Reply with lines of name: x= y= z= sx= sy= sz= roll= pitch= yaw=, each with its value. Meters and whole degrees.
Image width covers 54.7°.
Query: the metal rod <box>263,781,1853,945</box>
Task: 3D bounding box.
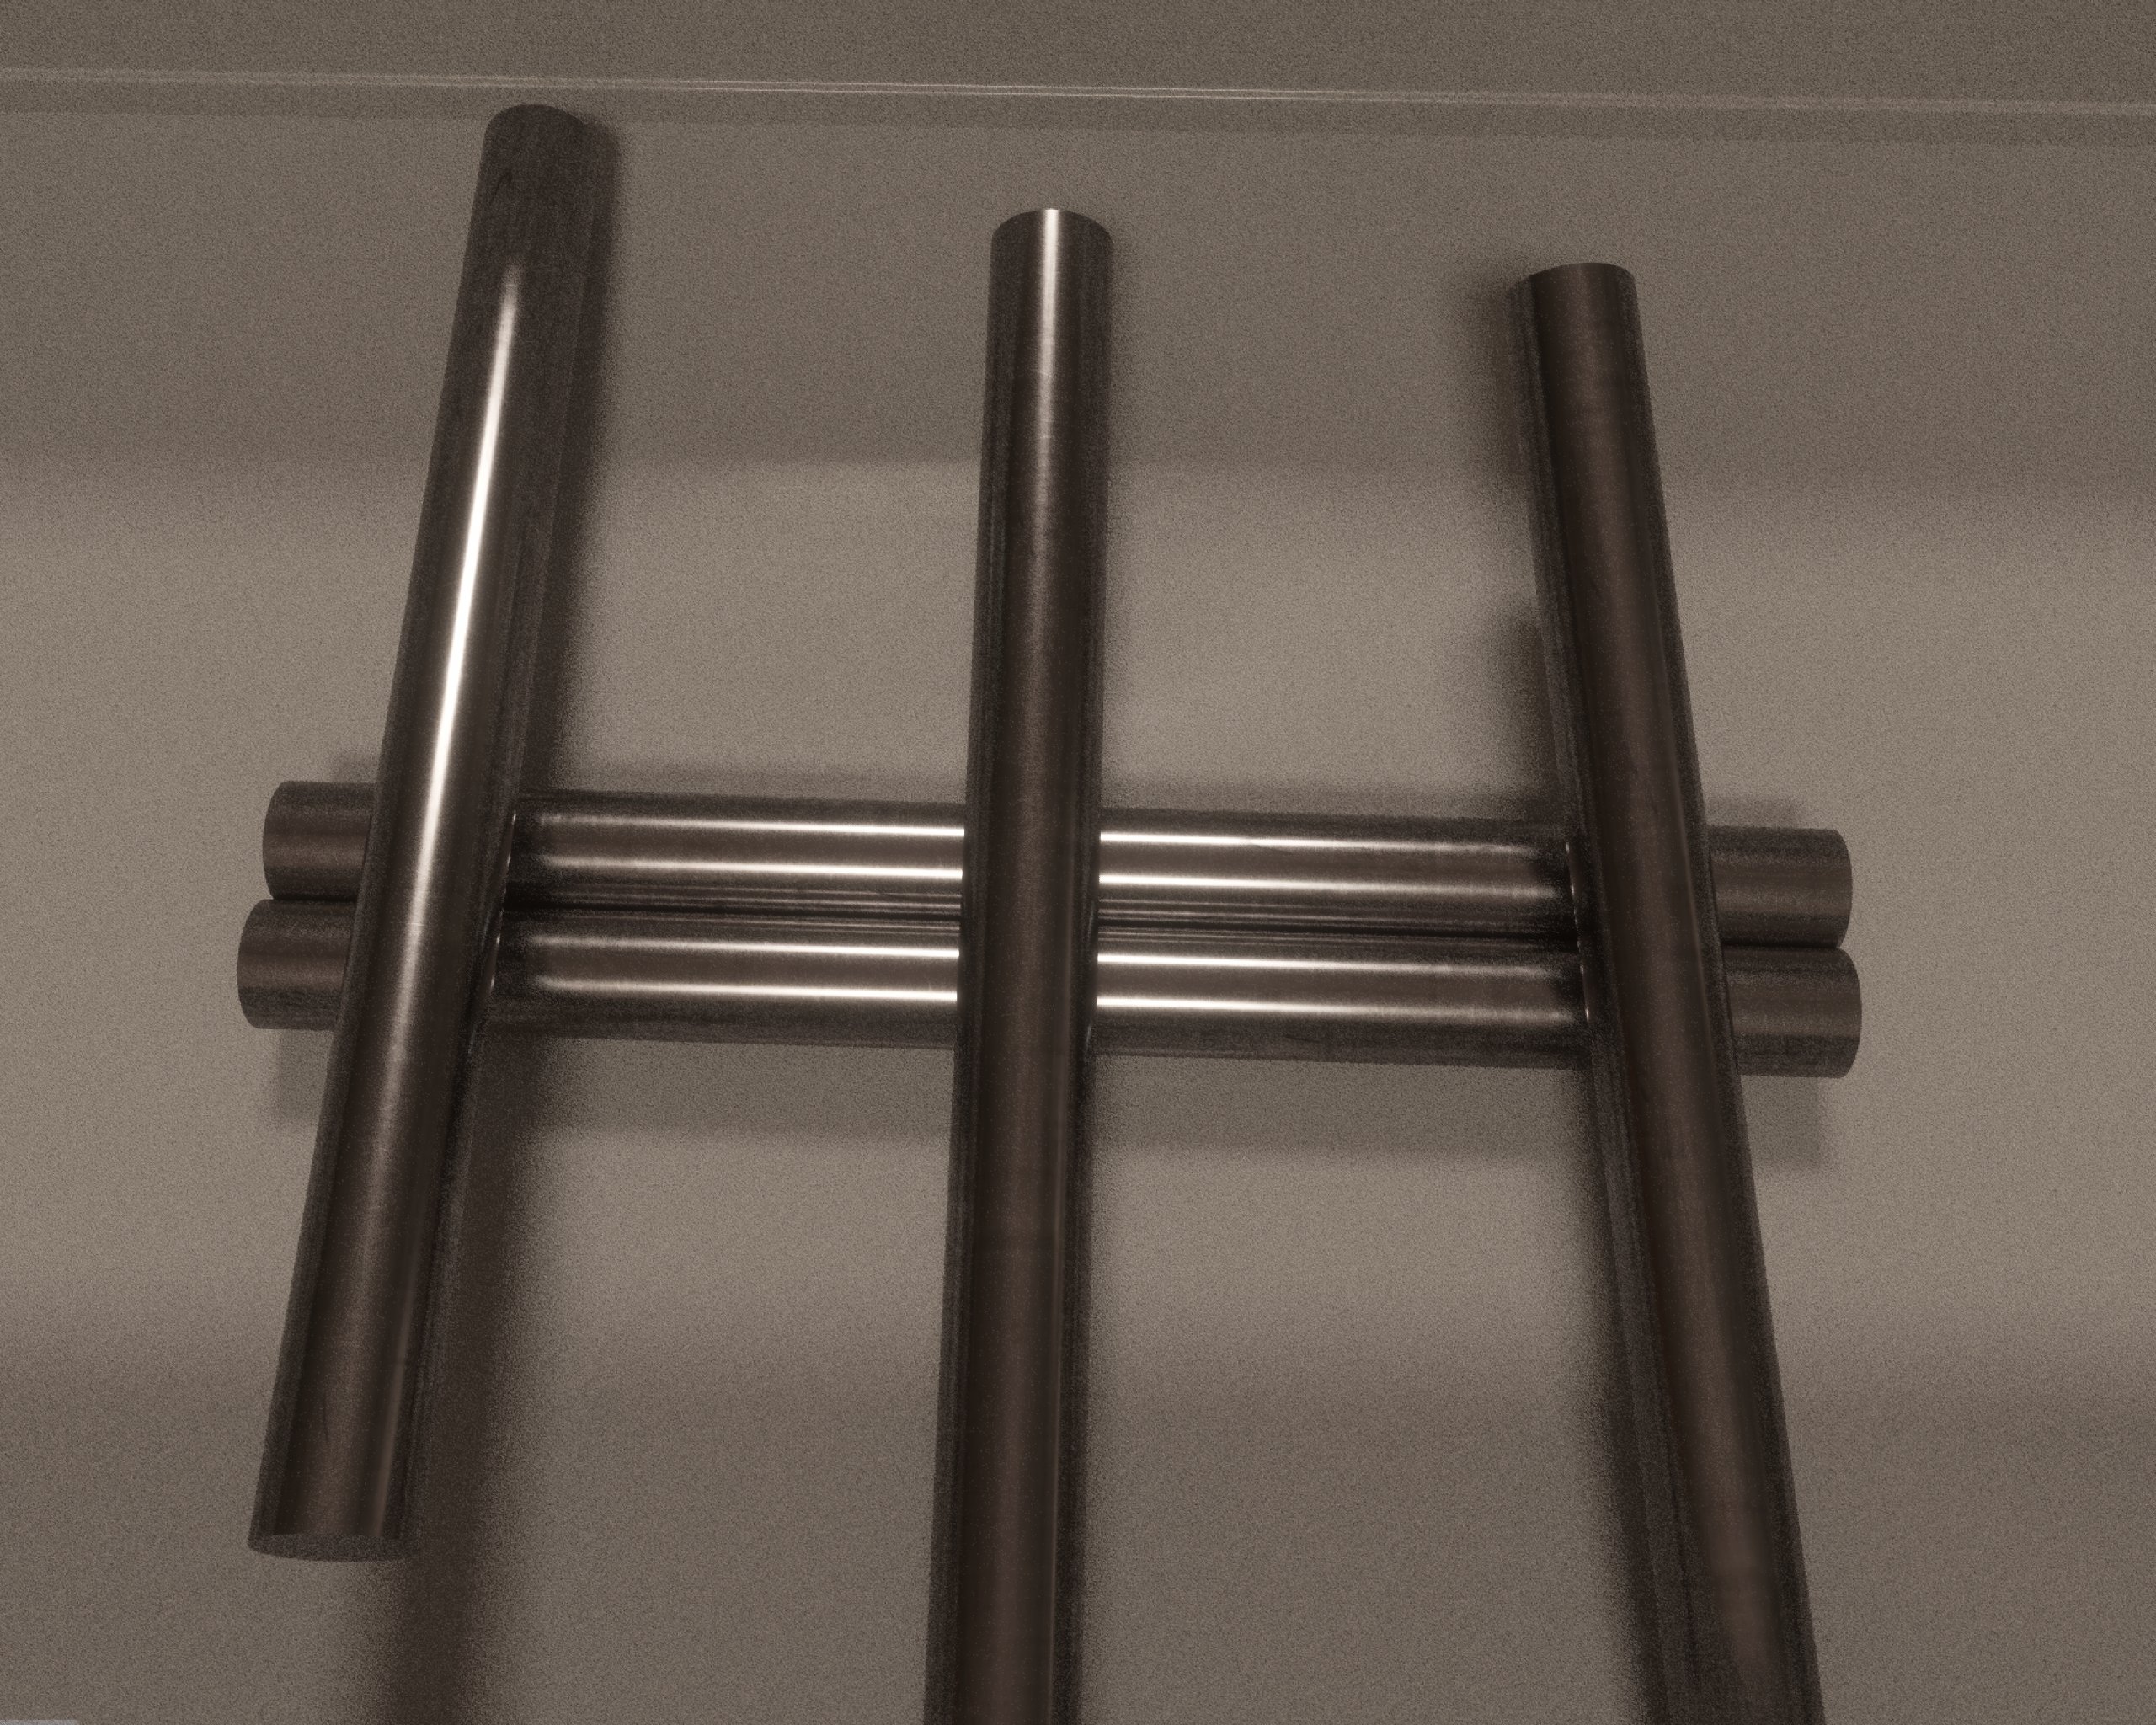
metal rod: x=-0.004 y=0.001 z=0.408 sx=0.302 sy=0.025 sz=0.025 roll=2 pitch=70 yaw=0

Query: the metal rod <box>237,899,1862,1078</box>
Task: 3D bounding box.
metal rod: x=-0.005 y=0.024 z=0.400 sx=0.302 sy=0.025 sz=0.025 roll=2 pitch=70 yaw=0

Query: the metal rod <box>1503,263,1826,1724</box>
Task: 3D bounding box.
metal rod: x=0.105 y=0.036 z=0.373 sx=0.025 sy=0.025 sz=0.298 roll=-4 pitch=78 yaw=-2

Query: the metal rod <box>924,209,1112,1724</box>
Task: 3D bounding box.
metal rod: x=-0.009 y=0.014 z=0.377 sx=0.025 sy=0.025 sz=0.299 roll=1 pitch=70 yaw=0

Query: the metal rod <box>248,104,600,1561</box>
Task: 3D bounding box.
metal rod: x=-0.116 y=-0.026 z=0.391 sx=0.025 sy=0.025 sz=0.299 roll=-1 pitch=62 yaw=-1
